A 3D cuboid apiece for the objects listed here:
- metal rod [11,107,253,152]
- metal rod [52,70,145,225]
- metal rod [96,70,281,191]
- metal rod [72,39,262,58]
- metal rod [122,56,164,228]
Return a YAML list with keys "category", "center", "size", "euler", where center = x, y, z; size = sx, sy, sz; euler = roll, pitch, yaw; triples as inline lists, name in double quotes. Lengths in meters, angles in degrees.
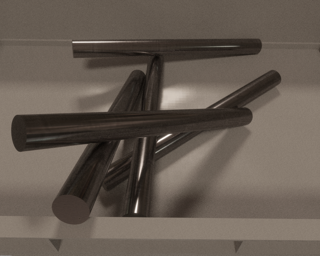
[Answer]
- category: "metal rod"
  center: [0.011, -0.006, 0.315]
  size: [0.302, 0.025, 0.025]
  euler: [-5, 42, -46]
- category: "metal rod"
  center: [-0.046, -0.012, 0.337]
  size: [0.025, 0.025, 0.301]
  euler: [4, 26, 3]
- category: "metal rod"
  center: [0.054, -0.008, 0.412]
  size: [0.302, 0.025, 0.025]
  euler: [-30, 57, -23]
- category: "metal rod"
  center: [0.021, -0.125, 0.479]
  size: [0.303, 0.025, 0.025]
  euler: [-6, 50, -17]
- category: "metal rod"
  center: [-0.014, -0.016, 0.392]
  size: [0.025, 0.025, 0.300]
  euler: [3, 42, 2]
